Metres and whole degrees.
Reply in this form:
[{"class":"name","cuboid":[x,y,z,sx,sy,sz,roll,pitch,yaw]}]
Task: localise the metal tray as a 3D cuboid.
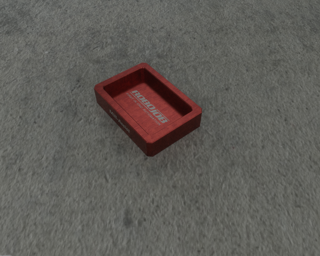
[{"class":"metal tray","cuboid":[-0.018,-0.031,0.425,0.091,0.030,0.130,-31,57,-24]}]
